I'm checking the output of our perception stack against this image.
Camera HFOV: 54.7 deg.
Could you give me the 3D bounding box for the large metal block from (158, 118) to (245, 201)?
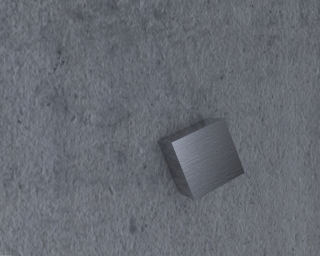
[{"bbox_3d":[0.055,0.039,0.417,0.081,0.050,0.080,-24,99,-19],"label":"large metal block"}]
